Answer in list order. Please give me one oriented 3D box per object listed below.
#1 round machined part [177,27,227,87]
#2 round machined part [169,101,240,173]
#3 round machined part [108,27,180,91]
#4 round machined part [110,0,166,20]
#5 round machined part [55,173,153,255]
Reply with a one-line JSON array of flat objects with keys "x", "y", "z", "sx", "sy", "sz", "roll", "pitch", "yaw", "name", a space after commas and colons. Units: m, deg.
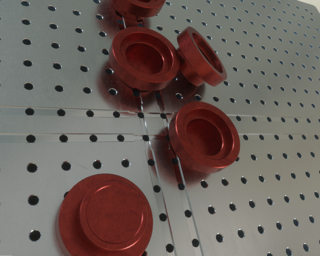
[{"x": 0.057, "y": -0.104, "z": 0.477, "sx": 0.098, "sy": 0.042, "sz": 0.098, "roll": 40, "pitch": 30, "yaw": -28, "name": "round machined part"}, {"x": 0.055, "y": 0.016, "z": 0.419, "sx": 0.099, "sy": 0.042, "sz": 0.098, "roll": 14, "pitch": 56, "yaw": -21, "name": "round machined part"}, {"x": -0.025, "y": -0.093, "z": 0.439, "sx": 0.099, "sy": 0.042, "sz": 0.098, "roll": 11, "pitch": 58, "yaw": -18, "name": "round machined part"}, {"x": -0.043, "y": -0.217, "z": 0.508, "sx": 0.099, "sy": 0.042, "sz": 0.098, "roll": 14, "pitch": 56, "yaw": -21, "name": "round machined part"}, {"x": -0.052, "y": 0.092, "z": 0.314, "sx": 0.099, "sy": 0.042, "sz": 0.098, "roll": 14, "pitch": 56, "yaw": -21, "name": "round machined part"}]
